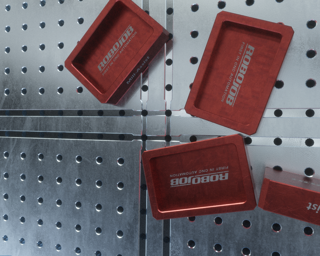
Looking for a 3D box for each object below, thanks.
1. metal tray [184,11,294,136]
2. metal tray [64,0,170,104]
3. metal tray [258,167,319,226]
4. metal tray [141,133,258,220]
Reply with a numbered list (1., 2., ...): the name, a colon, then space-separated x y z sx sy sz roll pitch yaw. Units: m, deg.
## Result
1. metal tray: 0.094 -0.065 0.376 0.090 0.030 0.129 21 97 18
2. metal tray: -0.062 -0.108 0.430 0.090 0.030 0.130 44 103 14
3. metal tray: 0.172 0.076 0.317 0.130 0.090 0.030 13 95 19
4. metal tray: 0.048 0.062 0.392 0.130 0.030 0.089 -12 86 19
